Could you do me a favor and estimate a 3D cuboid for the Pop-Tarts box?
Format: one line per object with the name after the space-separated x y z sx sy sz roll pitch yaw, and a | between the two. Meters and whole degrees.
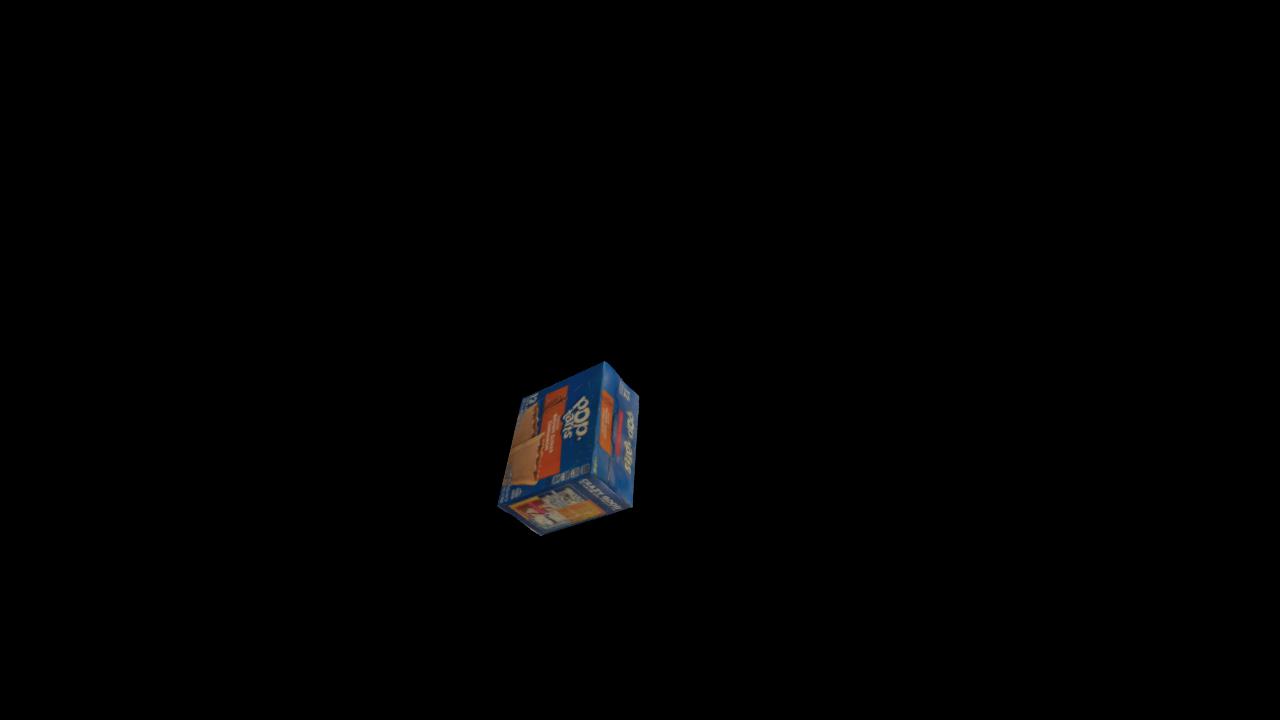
-0.083 0.108 0.755 0.141 0.167 0.083 -23 -49 26 | Pop-Tarts box
